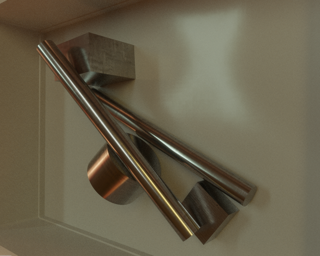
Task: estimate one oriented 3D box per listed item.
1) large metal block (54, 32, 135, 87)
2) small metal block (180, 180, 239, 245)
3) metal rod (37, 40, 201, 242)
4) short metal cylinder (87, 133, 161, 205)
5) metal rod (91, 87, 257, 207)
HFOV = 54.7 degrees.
[{"bbox_3d":[-0.094,-0.094,0.445,0.080,0.081,0.050,-5,87,39],"label":"large metal block"},{"bbox_3d":[0.054,0.096,0.359,0.050,0.025,0.050,45,117,30],"label":"small metal block"},{"bbox_3d":[-0.058,0.005,0.375,0.300,0.025,0.025,50,120,13],"label":"metal rod"},{"bbox_3d":[-0.046,0.052,0.404,0.050,0.081,0.080,-47,62,29],"label":"short metal cylinder"},{"bbox_3d":[-0.010,0.008,0.412,0.300,0.025,0.025,31,109,35],"label":"metal rod"}]
